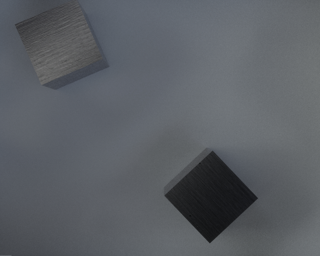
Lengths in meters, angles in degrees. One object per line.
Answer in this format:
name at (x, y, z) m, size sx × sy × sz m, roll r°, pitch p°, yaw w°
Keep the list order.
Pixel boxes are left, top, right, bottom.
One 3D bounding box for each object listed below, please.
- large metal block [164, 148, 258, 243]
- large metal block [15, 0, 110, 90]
large metal block at (0.062, 0.083, 0.399) m, size 0.080 × 0.050 × 0.080 m, roll -43°, pitch 90°, yaw 0°
large metal block at (-0.122, -0.104, 0.398) m, size 0.080 × 0.050 × 0.080 m, roll -24°, pitch 90°, yaw 0°
